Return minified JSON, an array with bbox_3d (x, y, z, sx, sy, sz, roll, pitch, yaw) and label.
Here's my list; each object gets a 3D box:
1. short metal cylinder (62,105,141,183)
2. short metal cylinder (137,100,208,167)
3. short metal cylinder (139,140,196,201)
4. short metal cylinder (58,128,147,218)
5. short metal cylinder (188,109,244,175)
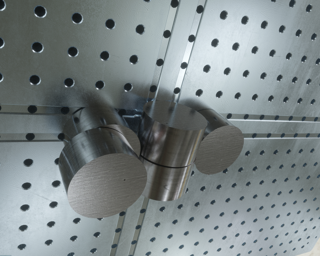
[{"bbox_3d":[-0.070,0.019,0.368,0.081,0.050,0.079,-14,124,-21],"label":"short metal cylinder"},{"bbox_3d":[0.013,0.005,0.386,0.081,0.080,0.050,1,119,-29],"label":"short metal cylinder"},{"bbox_3d":[0.002,0.050,0.407,0.081,0.080,0.050,-1,119,-28],"label":"short metal cylinder"},{"bbox_3d":[-0.060,0.047,0.324,0.081,0.050,0.079,-14,124,-21],"label":"short metal cylinder"},{"bbox_3d":[0.072,0.020,0.445,0.081,0.050,0.079,-14,124,-21],"label":"short metal cylinder"}]
